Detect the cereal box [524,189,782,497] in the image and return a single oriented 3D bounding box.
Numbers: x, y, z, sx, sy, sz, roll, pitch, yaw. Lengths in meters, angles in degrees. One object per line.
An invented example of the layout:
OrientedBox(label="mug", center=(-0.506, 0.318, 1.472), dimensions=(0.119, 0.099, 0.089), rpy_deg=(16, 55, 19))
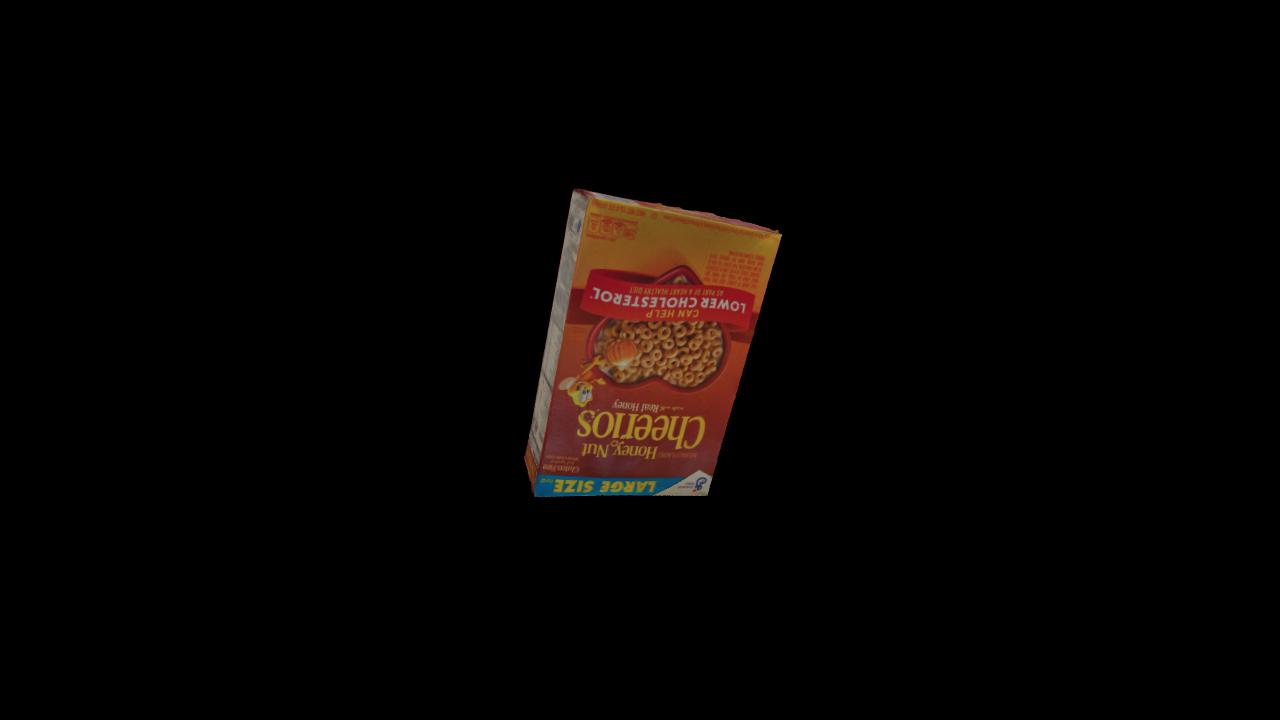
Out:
OrientedBox(label="cereal box", center=(0.007, -0.004, 0.636), dimensions=(0.203, 0.306, 0.081), rpy_deg=(6, 19, -22))
